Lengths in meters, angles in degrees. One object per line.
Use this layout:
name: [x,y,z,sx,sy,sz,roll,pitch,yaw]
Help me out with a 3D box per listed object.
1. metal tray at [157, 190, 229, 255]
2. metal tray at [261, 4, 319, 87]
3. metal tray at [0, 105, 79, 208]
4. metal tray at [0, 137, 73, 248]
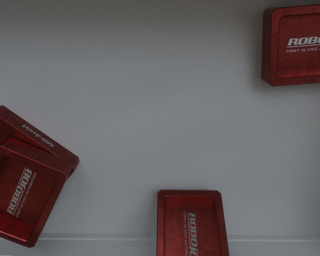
metal tray: [0.041,0.147,0.411,0.091,0.130,0.030,1,140,-1]
metal tray: [0.193,-0.102,0.372,0.131,0.030,0.089,-4,110,1]
metal tray: [-0.190,0.043,0.423,0.130,0.030,0.090,38,106,-13]
metal tray: [-0.183,0.087,0.406,0.090,0.030,0.129,26,108,-10]
